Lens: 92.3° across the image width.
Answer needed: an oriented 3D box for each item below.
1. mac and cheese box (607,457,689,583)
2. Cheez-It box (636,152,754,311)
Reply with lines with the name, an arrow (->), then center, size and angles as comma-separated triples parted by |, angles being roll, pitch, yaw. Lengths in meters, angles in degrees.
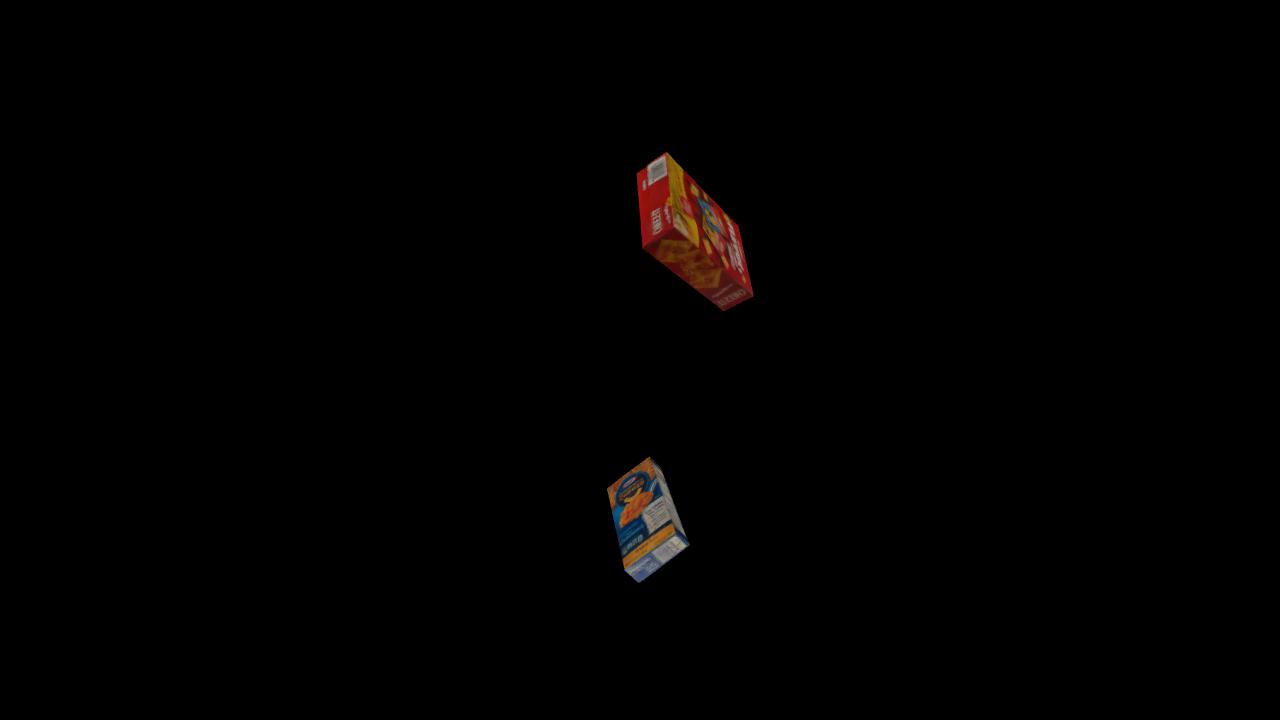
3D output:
mac and cheese box -> 0.007, 0.231, 0.916 | 0.093, 0.041, 0.184 | -40, 26, 7
Cheez-It box -> 0.091, -0.202, 0.999 | 0.071, 0.166, 0.223 | -26, -38, 31
